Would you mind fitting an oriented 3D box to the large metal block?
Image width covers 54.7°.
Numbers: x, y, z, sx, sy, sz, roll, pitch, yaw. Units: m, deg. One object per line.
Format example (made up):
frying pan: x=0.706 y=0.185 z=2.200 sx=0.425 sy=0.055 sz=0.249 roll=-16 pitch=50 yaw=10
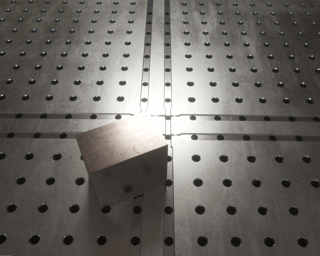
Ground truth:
large metal block: x=-0.039 y=0.037 z=0.340 sx=0.081 sy=0.080 sz=0.050 roll=-20 pitch=53 yaw=-16
